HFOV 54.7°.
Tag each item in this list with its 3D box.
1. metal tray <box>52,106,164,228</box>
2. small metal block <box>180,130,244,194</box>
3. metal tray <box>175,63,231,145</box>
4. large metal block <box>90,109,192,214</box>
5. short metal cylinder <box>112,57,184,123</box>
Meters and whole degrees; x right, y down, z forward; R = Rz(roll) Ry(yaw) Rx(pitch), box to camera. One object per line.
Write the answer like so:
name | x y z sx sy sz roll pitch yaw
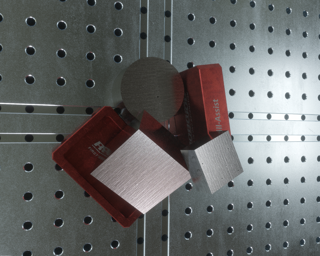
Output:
metal tray | -0.057 0.048 0.389 0.090 0.030 0.130 -45 104 -15
small metal block | 0.057 0.036 0.335 0.050 0.025 0.050 -27 100 -30
metal tray | 0.051 -0.010 0.398 0.030 0.090 0.129 -10 94 -20
large metal block | -0.019 0.040 0.360 0.080 0.050 0.080 41 112 -16
short metal cylinder | -0.016 -0.046 0.394 0.081 0.050 0.079 0 90 -21
